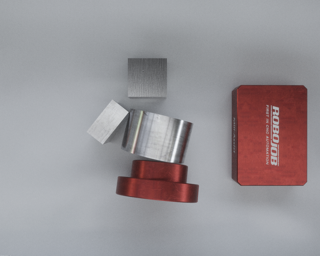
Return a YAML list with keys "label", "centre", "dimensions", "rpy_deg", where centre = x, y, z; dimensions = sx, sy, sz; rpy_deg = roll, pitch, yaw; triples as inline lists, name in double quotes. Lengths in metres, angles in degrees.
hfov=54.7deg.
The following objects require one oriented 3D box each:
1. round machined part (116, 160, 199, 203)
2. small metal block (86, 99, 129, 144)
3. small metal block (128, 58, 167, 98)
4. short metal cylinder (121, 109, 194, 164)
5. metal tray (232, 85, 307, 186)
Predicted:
- label: "round machined part"
  centre: [-0.002, 0.063, 0.376]
  dimensions: [0.099, 0.098, 0.042]
  rpy_deg: [6, 80, -1]
- label: "small metal block"
  centre: [-0.063, -0.007, 0.398]
  dimensions: [0.025, 0.050, 0.050]
  rpy_deg: [39, 90, 0]
- label: "small metal block"
  centre: [-0.016, -0.065, 0.411]
  dimensions: [0.050, 0.025, 0.050]
  rpy_deg: [0, 90, -1]
- label: "short metal cylinder"
  centre: [-0.003, 0.010, 0.384]
  dimensions: [0.080, 0.080, 0.050]
  rpy_deg: [13, 90, -1]
- label: "metal tray"
  centre: [0.144, 0.009, 0.411]
  dimensions: [0.091, 0.030, 0.129]
  rpy_deg: [0, 90, -1]
